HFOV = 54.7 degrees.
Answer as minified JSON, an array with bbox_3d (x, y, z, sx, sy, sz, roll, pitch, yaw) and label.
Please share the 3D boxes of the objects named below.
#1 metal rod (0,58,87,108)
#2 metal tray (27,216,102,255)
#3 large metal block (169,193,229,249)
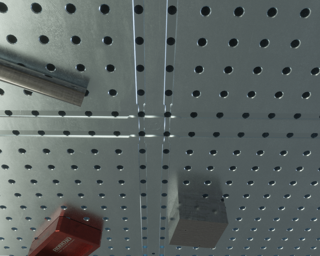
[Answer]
[{"bbox_3d":[-0.231,-0.082,0.337,0.302,0.025,0.025,18,128,-16],"label":"metal rod"},{"bbox_3d":[-0.184,0.226,0.598,0.090,0.030,0.129,31,123,-24],"label":"metal tray"},{"bbox_3d":[0.063,0.161,0.534,0.081,0.050,0.079,8,130,-8],"label":"large metal block"}]
